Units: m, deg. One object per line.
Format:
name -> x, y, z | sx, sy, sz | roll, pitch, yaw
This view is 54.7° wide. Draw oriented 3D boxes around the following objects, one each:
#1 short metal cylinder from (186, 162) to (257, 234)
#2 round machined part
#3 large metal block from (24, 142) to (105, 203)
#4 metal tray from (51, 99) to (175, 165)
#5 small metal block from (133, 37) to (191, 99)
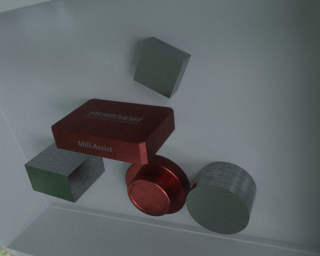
short metal cylinder -> 0.081, 0.091, 0.405 | 0.080, 0.050, 0.079 | 13, 124, 20
round machined part -> -0.009, 0.091, 0.457 | 0.098, 0.042, 0.097 | 13, 124, 20
large metal block -> -0.146, 0.063, 0.487 | 0.080, 0.080, 0.050 | 10, 123, 22
metal tray -> -0.057, 0.000, 0.394 | 0.130, 0.090, 0.030 | 8, 122, 23
small metal block -> 0.002, -0.071, 0.363 | 0.050, 0.025, 0.050 | 28, 128, 9
